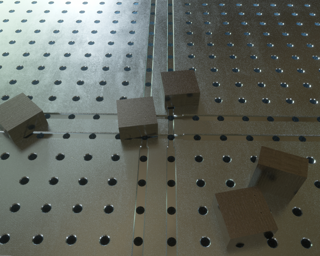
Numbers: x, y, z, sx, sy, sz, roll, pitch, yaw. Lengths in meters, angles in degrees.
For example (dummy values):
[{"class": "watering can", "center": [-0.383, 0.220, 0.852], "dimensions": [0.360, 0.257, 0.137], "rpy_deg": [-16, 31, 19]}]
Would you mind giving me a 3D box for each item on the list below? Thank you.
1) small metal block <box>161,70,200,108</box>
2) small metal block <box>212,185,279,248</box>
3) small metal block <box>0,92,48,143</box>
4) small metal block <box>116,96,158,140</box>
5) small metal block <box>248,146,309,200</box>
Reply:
[{"class": "small metal block", "center": [0.029, -0.059, 0.457], "dimensions": [0.050, 0.025, 0.050], "rpy_deg": [-5, 50, -4]}, {"class": "small metal block", "center": [0.088, 0.093, 0.330], "dimensions": [0.050, 0.025, 0.050], "rpy_deg": [-9, 51, -7]}, {"class": "small metal block", "center": [-0.191, -0.015, 0.419], "dimensions": [0.050, 0.025, 0.050], "rpy_deg": [37, 59, 26]}, {"class": "small metal block", "center": [-0.031, -0.014, 0.420], "dimensions": [0.050, 0.025, 0.050], "rpy_deg": [-7, 50, -6]}, {"class": "small metal block", "center": [0.132, 0.051, 0.349], "dimensions": [0.050, 0.050, 0.025], "rpy_deg": [16, 52, 13]}]
